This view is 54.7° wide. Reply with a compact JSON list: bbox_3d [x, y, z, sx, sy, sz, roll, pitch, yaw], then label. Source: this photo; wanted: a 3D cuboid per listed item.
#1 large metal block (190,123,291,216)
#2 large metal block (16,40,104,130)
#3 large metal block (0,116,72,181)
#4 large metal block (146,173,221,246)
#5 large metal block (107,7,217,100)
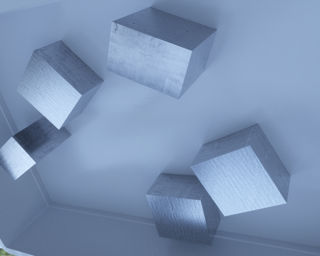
[{"bbox_3d":[0.097,0.052,0.373,0.080,0.050,0.080,-26,105,36],"label":"large metal block"},{"bbox_3d":[-0.138,-0.058,0.427,0.080,0.050,0.080,44,129,-3],"label":"large metal block"},{"bbox_3d":[-0.203,0.029,0.495,0.080,0.080,0.050,-32,101,38],"label":"large metal block"},{"bbox_3d":[0.035,0.114,0.443,0.080,0.050,0.080,-1,118,28],"label":"large metal block"},{"bbox_3d":[0.003,-0.081,0.320,0.080,0.080,0.050,24,127,13],"label":"large metal block"}]
